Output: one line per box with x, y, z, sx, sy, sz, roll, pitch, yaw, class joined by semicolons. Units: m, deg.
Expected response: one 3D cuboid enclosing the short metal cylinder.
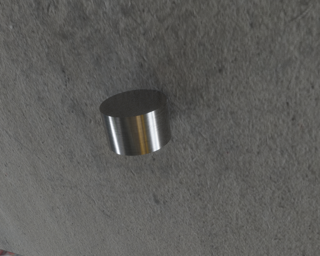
-0.029;-0.009;0.379;0.080;0.080;0.050;6;121;25;short metal cylinder
